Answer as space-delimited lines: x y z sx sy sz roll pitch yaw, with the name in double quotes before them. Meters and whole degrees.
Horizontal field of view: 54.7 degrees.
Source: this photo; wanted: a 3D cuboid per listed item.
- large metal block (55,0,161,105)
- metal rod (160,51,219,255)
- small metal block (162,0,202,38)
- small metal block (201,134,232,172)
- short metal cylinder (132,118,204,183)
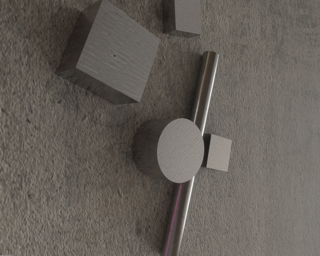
"large metal block" -0.055 -0.080 0.343 0.080 0.050 0.080 27 73 -37
"metal rod" 0.045 0.032 0.444 0.025 0.025 0.299 21 76 -38
"small metal block" 0.031 -0.156 0.432 0.050 0.025 0.050 -5 93 -40
"small metal block" 0.082 0.038 0.476 0.050 0.025 0.050 17 80 -39
"short metal cylinder" 0.011 0.028 0.400 0.081 0.050 0.079 0 90 -40
